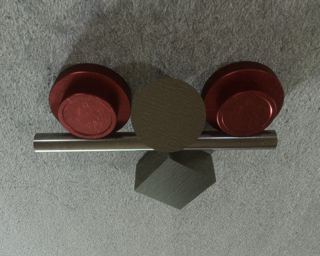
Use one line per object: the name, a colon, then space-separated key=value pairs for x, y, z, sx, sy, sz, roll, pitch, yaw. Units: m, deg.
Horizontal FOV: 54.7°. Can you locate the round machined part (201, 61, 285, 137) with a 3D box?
round machined part: x=0.101 y=-0.028 z=0.375 sx=0.099 sy=0.042 sz=0.097 roll=0 pitch=130 yaw=0

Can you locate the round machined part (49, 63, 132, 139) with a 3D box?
round machined part: x=-0.084 y=-0.025 z=0.375 sx=0.099 sy=0.042 sz=0.097 roll=0 pitch=130 yaw=0

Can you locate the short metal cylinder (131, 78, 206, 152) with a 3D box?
short metal cylinder: x=0.009 y=-0.015 z=0.355 sx=0.080 sy=0.050 sz=0.079 roll=0 pitch=95 yaw=0

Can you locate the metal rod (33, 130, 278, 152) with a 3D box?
metal rod: x=-0.006 y=0.017 z=0.395 sx=0.302 sy=0.025 sz=0.025 roll=-1 pitch=130 yaw=0

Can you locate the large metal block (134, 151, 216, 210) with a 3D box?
large metal block: x=0.020 y=0.064 z=0.444 sx=0.080 sy=0.050 sz=0.080 roll=28 pitch=125 yaw=-22
